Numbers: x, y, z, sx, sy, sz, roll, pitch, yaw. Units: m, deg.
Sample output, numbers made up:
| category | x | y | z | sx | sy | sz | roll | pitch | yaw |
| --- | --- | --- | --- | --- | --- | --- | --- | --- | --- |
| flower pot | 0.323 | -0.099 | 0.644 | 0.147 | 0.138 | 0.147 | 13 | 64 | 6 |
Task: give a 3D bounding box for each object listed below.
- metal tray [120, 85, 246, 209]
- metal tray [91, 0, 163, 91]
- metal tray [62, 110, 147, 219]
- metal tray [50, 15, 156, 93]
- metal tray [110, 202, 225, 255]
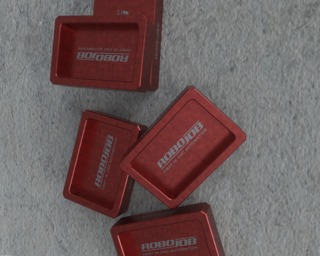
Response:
| category | x | y | z | sx | sy | sz | roll | pitch | yaw |
| --- | --- | --- | --- | --- | --- | --- | --- | --- | --- |
| metal tray | 0.026 | 0.024 | 0.377 | 0.090 | 0.030 | 0.130 | 41 | 102 | -8 |
| metal tray | -0.046 | -0.117 | 0.422 | 0.090 | 0.030 | 0.129 | 4 | 91 | 19 |
| metal tray | -0.077 | 0.048 | 0.432 | 0.090 | 0.030 | 0.129 | 17 | 95 | 18 |
| metal tray | -0.076 | -0.096 | 0.399 | 0.130 | 0.030 | 0.089 | 7 | 92 | 19 |
| metal tray | 0.010 | 0.153 | 0.395 | 0.130 | 0.030 | 0.090 | -16 | 93 | 19 |
